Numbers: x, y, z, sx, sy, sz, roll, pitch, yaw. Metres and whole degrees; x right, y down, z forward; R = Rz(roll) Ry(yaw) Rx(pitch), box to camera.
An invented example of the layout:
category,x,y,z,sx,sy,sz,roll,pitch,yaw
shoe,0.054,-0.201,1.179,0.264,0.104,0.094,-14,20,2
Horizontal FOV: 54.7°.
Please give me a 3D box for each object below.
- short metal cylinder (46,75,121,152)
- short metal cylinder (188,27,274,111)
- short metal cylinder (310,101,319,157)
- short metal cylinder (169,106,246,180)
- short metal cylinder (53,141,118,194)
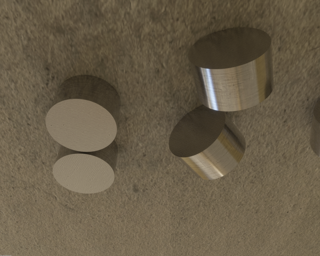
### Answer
category,x,y,z,sx,sy,sz,roll,pitch,yaw
short metal cylinder,-0.090,-0.017,0.375,0.081,0.050,0.079,0,130,0
short metal cylinder,0.074,-0.062,0.320,0.080,0.080,0.050,-12,129,10
short metal cylinder,0.228,0.001,0.376,0.080,0.080,0.050,-9,130,7
short metal cylinder,0.058,0.017,0.387,0.080,0.080,0.050,-30,124,22
short metal cylinder,-0.101,0.046,0.428,0.081,0.050,0.079,0,130,0
